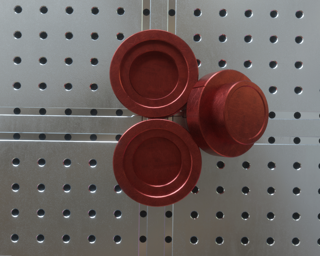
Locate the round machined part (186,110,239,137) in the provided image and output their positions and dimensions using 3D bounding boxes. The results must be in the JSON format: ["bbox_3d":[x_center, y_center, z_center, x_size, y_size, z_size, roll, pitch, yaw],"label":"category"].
[{"bbox_3d":[0.085,-0.017,0.406,0.099,0.042,0.097,0,90,0],"label":"round machined part"}]

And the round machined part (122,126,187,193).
[{"bbox_3d":[-0.004,0.038,0.405,0.099,0.042,0.097,0,90,0],"label":"round machined part"}]

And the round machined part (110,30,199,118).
[{"bbox_3d":[-0.006,-0.060,0.362,0.099,0.042,0.097,0,90,0],"label":"round machined part"}]

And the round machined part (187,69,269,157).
[{"bbox_3d":[0.081,-0.016,0.342,0.099,0.042,0.097,0,89,-32],"label":"round machined part"}]

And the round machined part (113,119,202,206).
[{"bbox_3d":[-0.003,0.038,0.362,0.099,0.042,0.097,0,90,0],"label":"round machined part"}]

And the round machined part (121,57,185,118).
[{"bbox_3d":[-0.005,-0.061,0.406,0.099,0.042,0.097,0,90,0],"label":"round machined part"}]
